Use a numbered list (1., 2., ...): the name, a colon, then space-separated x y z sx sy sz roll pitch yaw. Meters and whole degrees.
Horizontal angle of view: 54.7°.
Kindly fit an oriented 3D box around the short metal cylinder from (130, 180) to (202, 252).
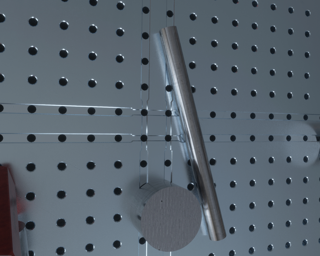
1. short metal cylinder: 0.007 0.111 0.402 0.081 0.050 0.080 0 90 -20

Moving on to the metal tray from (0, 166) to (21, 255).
1. metal tray: -0.185 0.095 0.290 0.091 0.130 0.030 -16 125 -19

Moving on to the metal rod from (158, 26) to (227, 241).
1. metal rod: 0.046 0.011 0.429 0.025 0.025 0.298 -16 96 -19

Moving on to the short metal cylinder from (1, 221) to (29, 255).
1. short metal cylinder: -0.179 0.133 0.318 0.081 0.080 0.050 -6 93 -20
